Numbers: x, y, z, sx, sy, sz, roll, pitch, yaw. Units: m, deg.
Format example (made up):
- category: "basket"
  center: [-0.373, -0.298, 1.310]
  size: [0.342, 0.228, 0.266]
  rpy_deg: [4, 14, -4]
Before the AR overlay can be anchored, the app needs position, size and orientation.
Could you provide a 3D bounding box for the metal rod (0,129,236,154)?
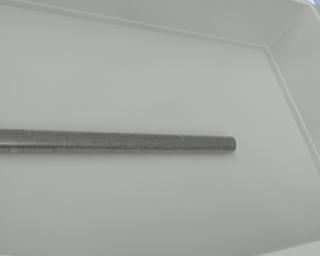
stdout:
- category: "metal rod"
  center: [-0.034, 0.018, 0.375]
  size: [0.302, 0.025, 0.025]
  rpy_deg: [2, 61, -27]
